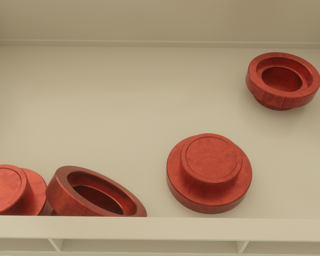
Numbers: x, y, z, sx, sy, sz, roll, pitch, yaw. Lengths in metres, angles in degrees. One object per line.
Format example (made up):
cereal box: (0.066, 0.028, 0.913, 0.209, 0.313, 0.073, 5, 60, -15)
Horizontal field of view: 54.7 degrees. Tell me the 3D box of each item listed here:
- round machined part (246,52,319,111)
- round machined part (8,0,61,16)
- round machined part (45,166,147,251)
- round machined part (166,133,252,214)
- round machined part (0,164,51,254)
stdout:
round machined part: (0.173, -0.063, 0.448, 0.099, 0.042, 0.098, 0, 50, 0)
round machined part: (-0.255, -0.270, 0.622, 0.099, 0.042, 0.098, 0, 50, 0)
round machined part: (-0.066, 0.080, 0.303, 0.098, 0.098, 0.042, 32, 95, 24)
round machined part: (0.057, 0.045, 0.357, 0.099, 0.042, 0.098, 0, 50, 0)
round machined part: (-0.167, 0.076, 0.318, 0.099, 0.042, 0.098, 1, 40, 0)
